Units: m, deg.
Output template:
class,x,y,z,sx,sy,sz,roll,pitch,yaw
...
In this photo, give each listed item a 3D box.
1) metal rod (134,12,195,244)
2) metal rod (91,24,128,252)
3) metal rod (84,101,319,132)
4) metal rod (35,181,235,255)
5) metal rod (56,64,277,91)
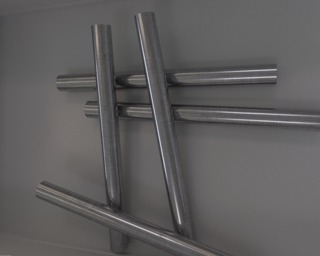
class,x,y,z,sx,sy,sz,roll,pitch,yaw
metal rod,0.008,0.011,0.384,0.025,0.025,0.298,-8,96,20
metal rod,-0.066,0.018,0.412,0.025,0.025,0.298,-1,98,20
metal rod,0.040,-0.017,0.396,0.301,0.025,0.025,4,91,19
metal rod,-0.024,0.127,0.386,0.301,0.025,0.025,17,96,16
metal rod,-0.006,-0.065,0.412,0.301,0.025,0.025,1,90,19
